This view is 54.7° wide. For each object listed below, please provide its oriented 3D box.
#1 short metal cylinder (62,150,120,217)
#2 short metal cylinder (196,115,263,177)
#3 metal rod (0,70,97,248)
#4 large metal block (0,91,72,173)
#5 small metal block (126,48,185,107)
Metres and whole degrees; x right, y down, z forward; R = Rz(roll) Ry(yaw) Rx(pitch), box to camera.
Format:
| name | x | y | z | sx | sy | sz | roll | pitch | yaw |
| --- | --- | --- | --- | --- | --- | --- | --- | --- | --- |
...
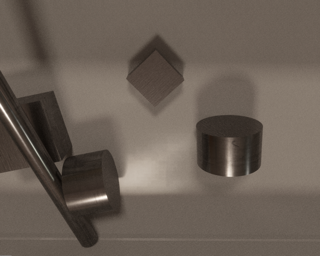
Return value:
| name | x | y | z | sx | sy | sz | roll | pitch | yaw |
| --- | --- | --- | --- | --- | --- | --- | --- | --- | --- |
| short metal cylinder | -0.088 | 0.072 | 0.407 | 0.050 | 0.080 | 0.079 | -11 | 110 | 4 |
| short metal cylinder | 0.087 | 0.020 | 0.391 | 0.081 | 0.080 | 0.050 | -4 | 110 | 1 |
| metal rod | -0.139 | 0.050 | 0.374 | 0.025 | 0.025 | 0.298 | -13 | 126 | 4 |
| large metal block | -0.170 | 0.004 | 0.397 | 0.080 | 0.050 | 0.079 | -11 | 110 | 4 |
| small metal block | -0.006 | -0.063 | 0.388 | 0.050 | 0.025 | 0.050 | -42 | 105 | 13 |
